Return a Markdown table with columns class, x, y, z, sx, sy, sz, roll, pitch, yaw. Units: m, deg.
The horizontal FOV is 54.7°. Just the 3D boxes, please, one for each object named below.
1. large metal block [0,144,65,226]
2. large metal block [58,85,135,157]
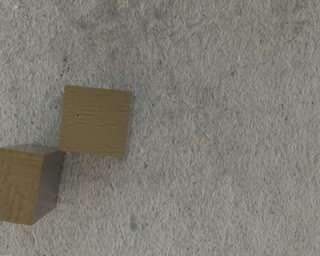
| class | x | y | z | sx | sy | sz | roll | pitch | yaw |
| --- | --- | --- | --- | --- | --- | --- | --- | --- | --- |
| large metal block | -0.159 | 0.064 | 0.381 | 0.050 | 0.080 | 0.080 | 9 | 90 | 0 |
| large metal block | -0.078 | -0.008 | 0.397 | 0.080 | 0.050 | 0.080 | 6 | 90 | 0 |
